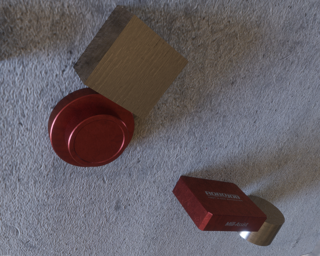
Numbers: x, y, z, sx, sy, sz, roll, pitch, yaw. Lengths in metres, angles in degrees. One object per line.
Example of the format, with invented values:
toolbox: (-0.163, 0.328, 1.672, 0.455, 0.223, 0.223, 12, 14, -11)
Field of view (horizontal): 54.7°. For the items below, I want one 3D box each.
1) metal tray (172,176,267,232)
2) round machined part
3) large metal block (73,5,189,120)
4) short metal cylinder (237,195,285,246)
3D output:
metal tray: (0.094, 0.120, 0.490, 0.131, 0.090, 0.030, 14, 111, -34)
round machined part: (-0.075, 0.006, 0.359, 0.099, 0.042, 0.097, -14, 124, -21)
large metal block: (-0.031, -0.068, 0.332, 0.080, 0.050, 0.080, 31, 101, -38)
short metal cylinder: (0.182, 0.171, 0.577, 0.081, 0.080, 0.050, 7, 115, -32)
